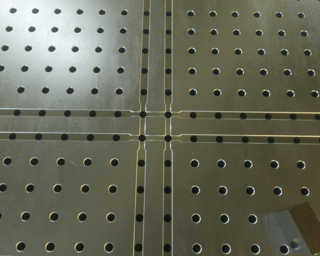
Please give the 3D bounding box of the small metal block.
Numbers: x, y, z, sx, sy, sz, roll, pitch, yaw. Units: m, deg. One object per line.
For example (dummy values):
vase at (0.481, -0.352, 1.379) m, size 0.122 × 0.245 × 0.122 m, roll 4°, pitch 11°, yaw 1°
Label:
small metal block at (0.162, 0.116, 0.358) m, size 0.025 × 0.050 × 0.050 m, roll -21°, pitch 72°, yaw -8°
